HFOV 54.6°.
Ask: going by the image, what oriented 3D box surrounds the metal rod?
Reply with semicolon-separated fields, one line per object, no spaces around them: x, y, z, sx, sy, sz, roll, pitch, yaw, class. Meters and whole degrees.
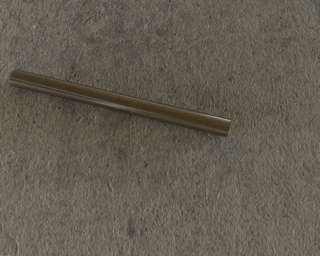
-0.056;-0.035;0.420;0.301;0.025;0.025;13;71;5;metal rod
